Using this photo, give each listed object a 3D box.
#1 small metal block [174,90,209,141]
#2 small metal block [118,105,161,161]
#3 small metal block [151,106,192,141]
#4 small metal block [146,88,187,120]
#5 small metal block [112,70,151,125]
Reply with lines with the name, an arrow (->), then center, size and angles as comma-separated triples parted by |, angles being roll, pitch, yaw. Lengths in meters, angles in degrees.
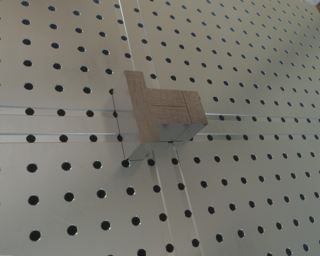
small metal block -> 0.035, -0.016, 0.421 | 0.025, 0.050, 0.050 | 0, 62, -29
small metal block -> -0.026, 0.006, 0.375 | 0.025, 0.050, 0.050 | 0, 62, -29
small metal block -> 0.004, -0.005, 0.398 | 0.050, 0.050, 0.025 | 0, 62, -29
small metal block -> -0.002, -0.027, 0.408 | 0.050, 0.050, 0.025 | 0, 62, -29
small metal block -> -0.038, -0.038, 0.395 | 0.025, 0.050, 0.050 | 0, 62, -29
